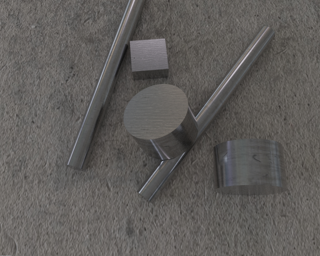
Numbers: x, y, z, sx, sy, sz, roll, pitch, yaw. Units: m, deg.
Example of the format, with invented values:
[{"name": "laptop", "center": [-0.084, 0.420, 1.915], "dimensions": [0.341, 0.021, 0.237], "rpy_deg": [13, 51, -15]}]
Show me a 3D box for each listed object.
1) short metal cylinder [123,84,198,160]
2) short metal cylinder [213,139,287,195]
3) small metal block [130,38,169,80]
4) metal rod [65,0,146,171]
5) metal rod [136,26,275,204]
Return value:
[{"name": "short metal cylinder", "center": [0.002, -0.008, 0.383], "dimensions": [0.080, 0.050, 0.080], "rpy_deg": [-10, 54, 15]}, {"name": "short metal cylinder", "center": [0.103, 0.048, 0.362], "dimensions": [0.080, 0.080, 0.050], "rpy_deg": [2, 70, 0]}, {"name": "small metal block", "center": [-0.015, -0.098, 0.444], "dimensions": [0.050, 0.025, 0.050], "rpy_deg": [-5, 70, -2]}, {"name": "metal rod", "center": [-0.068, -0.086, 0.438], "dimensions": [0.025, 0.025, 0.299], "rpy_deg": [14, 70, 5]}, {"name": "metal rod", "center": [0.070, -0.028, 0.419], "dimensions": [0.025, 0.025, 0.300], "rpy_deg": [35, 73, 11]}]
